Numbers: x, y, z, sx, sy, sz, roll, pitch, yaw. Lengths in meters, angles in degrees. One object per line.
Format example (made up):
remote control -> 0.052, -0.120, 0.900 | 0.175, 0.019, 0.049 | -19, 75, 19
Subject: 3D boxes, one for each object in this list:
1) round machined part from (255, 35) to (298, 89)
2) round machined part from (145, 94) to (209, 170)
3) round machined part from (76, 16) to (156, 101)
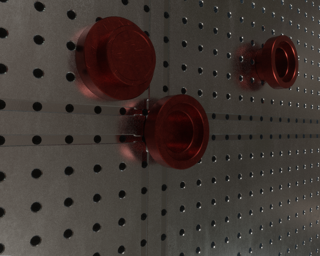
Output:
round machined part -> 0.217, -0.122, 0.584 | 0.099, 0.042, 0.097 | 0, 90, -40
round machined part -> 0.018, 0.005, 0.415 | 0.099, 0.042, 0.097 | 0, 90, -40
round machined part -> -0.044, -0.081, 0.363 | 0.099, 0.042, 0.097 | 0, 90, -40
